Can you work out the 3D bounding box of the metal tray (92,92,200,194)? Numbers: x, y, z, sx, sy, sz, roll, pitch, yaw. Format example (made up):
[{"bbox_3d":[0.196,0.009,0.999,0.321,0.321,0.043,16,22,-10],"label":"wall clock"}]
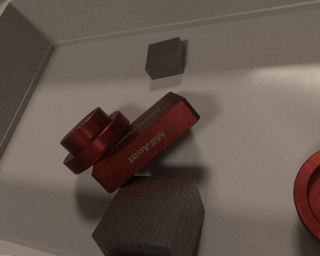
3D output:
[{"bbox_3d":[-0.020,0.012,0.373,0.130,0.030,0.090,-40,14,0],"label":"metal tray"}]

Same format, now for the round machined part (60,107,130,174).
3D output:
[{"bbox_3d":[-0.090,0.010,0.402,0.098,0.042,0.098,-39,15,13],"label":"round machined part"}]

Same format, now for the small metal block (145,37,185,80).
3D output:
[{"bbox_3d":[0.008,-0.104,0.464,0.050,0.025,0.050,-8,58,23],"label":"small metal block"}]

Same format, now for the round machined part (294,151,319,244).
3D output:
[{"bbox_3d":[0.170,0.065,0.266,0.098,0.042,0.098,-13,56,21],"label":"round machined part"}]

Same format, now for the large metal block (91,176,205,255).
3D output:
[{"bbox_3d":[-0.007,0.096,0.315,0.080,0.050,0.080,-2,36,26],"label":"large metal block"}]
